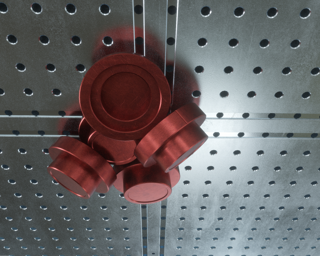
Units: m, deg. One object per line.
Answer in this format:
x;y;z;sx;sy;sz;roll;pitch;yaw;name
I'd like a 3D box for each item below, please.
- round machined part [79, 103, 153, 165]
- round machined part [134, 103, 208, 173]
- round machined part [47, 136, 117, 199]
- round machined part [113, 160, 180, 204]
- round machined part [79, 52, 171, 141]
-0.057;0.011;0.407;0.099;0.042;0.097;-1;130;0;round machined part
0.020;0.017;0.377;0.042;0.099;0.097;50;123;13;round machined part
-0.111;0.059;0.418;0.098;0.042;0.097;24;148;17;round machined part
-0.019;0.077;0.450;0.099;0.042;0.097;-5;142;-4;round machined part
-0.039;-0.038;0.353;0.099;0.042;0.097;-2;109;-5;round machined part
